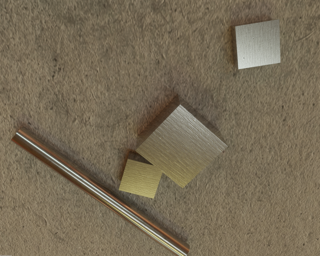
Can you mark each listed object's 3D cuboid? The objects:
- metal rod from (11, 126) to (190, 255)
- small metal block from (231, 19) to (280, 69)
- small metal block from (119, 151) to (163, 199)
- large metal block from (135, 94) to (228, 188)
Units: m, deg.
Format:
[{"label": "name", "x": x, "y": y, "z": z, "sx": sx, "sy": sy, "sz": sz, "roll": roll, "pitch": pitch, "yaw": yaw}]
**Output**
[{"label": "metal rod", "x": -0.075, "y": 0.099, "z": 0.445, "sx": 0.301, "sy": 0.025, "sz": 0.025, "roll": 39, "pitch": 105, "yaw": -14}, {"label": "small metal block", "x": 0.115, "y": -0.102, "z": 0.374, "sx": 0.050, "sy": 0.025, "sz": 0.050, "roll": -9, "pitch": 110, "yaw": 2}, {"label": "small metal block", "x": -0.026, "y": 0.066, "z": 0.434, "sx": 0.050, "sy": 0.025, "sz": 0.050, "roll": 15, "pitch": 109, "yaw": -6}, {"label": "large metal block", "x": 0.026, "y": 0.016, "z": 0.403, "sx": 0.080, "sy": 0.050, "sz": 0.080, "roll": 40, "pitch": 105, "yaw": -14}]
